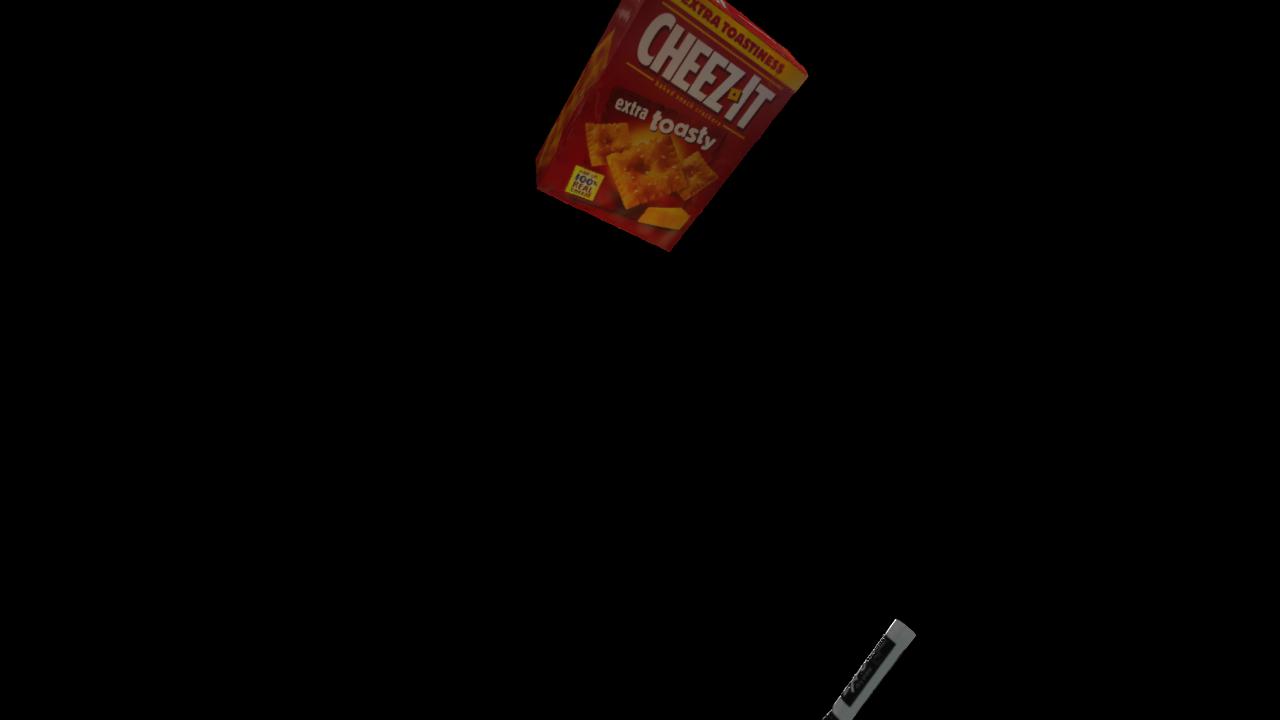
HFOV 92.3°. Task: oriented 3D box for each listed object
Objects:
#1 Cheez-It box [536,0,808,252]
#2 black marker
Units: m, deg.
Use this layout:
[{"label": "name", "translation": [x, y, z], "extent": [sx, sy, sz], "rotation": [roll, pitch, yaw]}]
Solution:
[{"label": "Cheez-It box", "translation": [0.022, -0.230, 0.590], "extent": [0.166, 0.071, 0.223], "rotation": [20, -53, -29]}, {"label": "black marker", "translation": [0.183, 0.267, 0.505], "extent": [0.020, 0.121, 0.020], "rotation": [36, 1, 0]}]
